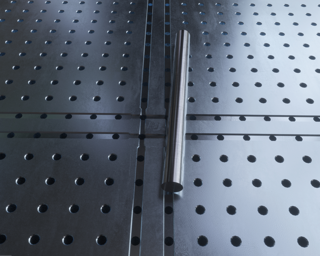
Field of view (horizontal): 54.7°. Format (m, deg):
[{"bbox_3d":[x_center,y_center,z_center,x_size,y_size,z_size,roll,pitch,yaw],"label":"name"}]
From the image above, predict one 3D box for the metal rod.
[{"bbox_3d":[0.027,-0.047,0.447,0.025,0.025,0.300,4,50,3],"label":"metal rod"}]
